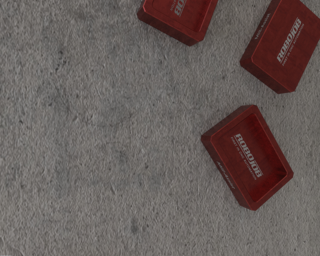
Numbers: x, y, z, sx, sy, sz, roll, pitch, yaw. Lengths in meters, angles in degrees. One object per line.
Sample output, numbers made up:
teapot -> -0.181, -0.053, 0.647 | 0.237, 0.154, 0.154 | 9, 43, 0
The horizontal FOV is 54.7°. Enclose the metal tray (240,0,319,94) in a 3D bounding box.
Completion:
metal tray -> 0.190, -0.129, 0.476 | 0.090, 0.030, 0.130 | 32, 80, -17

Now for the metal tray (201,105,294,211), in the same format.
metal tray -> 0.129, 0.042, 0.453 | 0.090, 0.030, 0.130 | -35, 102, -17

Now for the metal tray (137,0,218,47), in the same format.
metal tray -> 0.035, -0.189, 0.418 | 0.091, 0.030, 0.130 | 23, 82, -19
